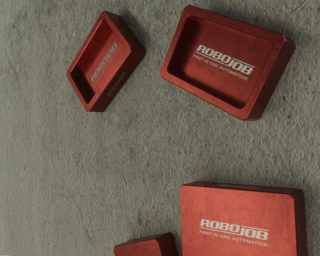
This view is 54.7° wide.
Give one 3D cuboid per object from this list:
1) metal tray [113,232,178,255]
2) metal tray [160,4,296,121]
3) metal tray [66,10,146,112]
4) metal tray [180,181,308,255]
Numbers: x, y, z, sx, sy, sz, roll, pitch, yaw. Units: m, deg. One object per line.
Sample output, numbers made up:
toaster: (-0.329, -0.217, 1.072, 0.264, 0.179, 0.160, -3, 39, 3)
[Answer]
metal tray: (-0.008, 0.213, 0.409, 0.090, 0.030, 0.129, -26, 74, 37)
metal tray: (0.067, -0.075, 0.345, 0.130, 0.030, 0.089, 34, 111, 34)
metal tray: (-0.087, -0.098, 0.473, 0.129, 0.030, 0.090, -48, 62, 29)
metal tray: (0.084, 0.108, 0.333, 0.130, 0.030, 0.089, -4, 88, 40)
